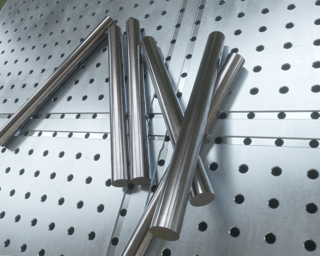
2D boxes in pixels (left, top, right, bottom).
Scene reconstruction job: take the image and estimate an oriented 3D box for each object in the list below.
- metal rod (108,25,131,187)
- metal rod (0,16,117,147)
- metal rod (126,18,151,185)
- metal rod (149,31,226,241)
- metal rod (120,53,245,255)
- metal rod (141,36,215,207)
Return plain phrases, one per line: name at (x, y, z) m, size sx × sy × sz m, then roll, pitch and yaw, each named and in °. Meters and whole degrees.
metal rod at (-0.065, -0.053, 0.476) m, size 0.025 × 0.025 × 0.300 m, roll -20°, pitch 54°, yaw 17°
metal rod at (-0.188, -0.088, 0.562) m, size 0.300 × 0.025 × 0.025 m, roll -49°, pitch 51°, yaw -7°
metal rod at (-0.035, -0.059, 0.464) m, size 0.025 × 0.025 × 0.300 m, roll -18°, pitch 54°, yaw 18°
metal rod at (0.043, -0.021, 0.348) m, size 0.025 × 0.025 × 0.300 m, roll -5°, pitch 43°, yaw 26°
metal rod at (0.030, 0.034, 0.372) m, size 0.025 × 0.025 × 0.300 m, roll 18°, pitch 71°, yaw 35°
metal rod at (0.011, -0.035, 0.401) m, size 0.025 × 0.025 × 0.300 m, roll -27°, pitch 45°, yaw 11°
